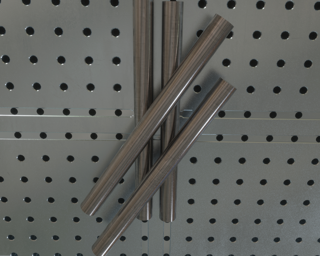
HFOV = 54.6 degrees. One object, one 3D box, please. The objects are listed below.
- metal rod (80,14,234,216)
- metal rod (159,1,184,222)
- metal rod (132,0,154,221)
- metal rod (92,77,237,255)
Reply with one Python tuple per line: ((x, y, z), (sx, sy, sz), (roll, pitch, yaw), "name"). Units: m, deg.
((-0.013, -0.004, 0.386), (0.025, 0.025, 0.299), (33, 107, -11), "metal rod")
((0.013, -0.007, 0.411), (0.025, 0.025, 0.298), (1, 110, 0), "metal rod")
((-0.022, -0.010, 0.410), (0.025, 0.025, 0.298), (1, 110, 0), "metal rod")
((-0.003, 0.062, 0.409), (0.025, 0.025, 0.299), (33, 106, -11), "metal rod")
